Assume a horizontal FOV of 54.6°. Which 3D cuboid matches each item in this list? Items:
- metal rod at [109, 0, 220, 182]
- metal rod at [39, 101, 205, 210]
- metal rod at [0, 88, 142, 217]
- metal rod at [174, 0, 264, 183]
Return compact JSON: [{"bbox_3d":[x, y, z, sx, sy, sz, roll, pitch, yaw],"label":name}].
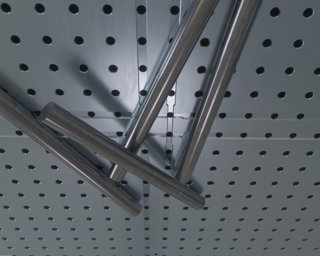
[{"bbox_3d":[-0.007,-0.033,0.382,0.025,0.025,0.298,18,128,-15],"label":"metal rod"},{"bbox_3d":[-0.028,0.054,0.426,0.025,0.025,0.301,-32,133,24],"label":"metal rod"},{"bbox_3d":[-0.125,0.046,0.449,0.025,0.025,0.300,-28,125,21],"label":"metal rod"},{"bbox_3d":[0.064,-0.037,0.380,0.025,0.025,0.298,9,130,-8],"label":"metal rod"}]
